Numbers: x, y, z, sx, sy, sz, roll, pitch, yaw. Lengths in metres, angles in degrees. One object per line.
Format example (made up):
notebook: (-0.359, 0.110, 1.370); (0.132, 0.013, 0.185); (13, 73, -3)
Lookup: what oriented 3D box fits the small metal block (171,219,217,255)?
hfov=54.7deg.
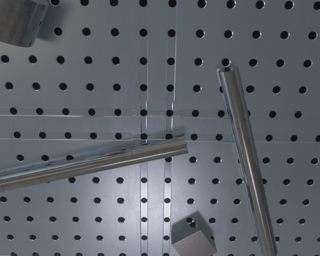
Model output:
small metal block: (0.052, 0.178, 0.479); (0.050, 0.025, 0.050); (-32, 107, 11)

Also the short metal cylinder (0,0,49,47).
short metal cylinder: (-0.169, -0.130, 0.335); (0.080, 0.080, 0.050); (27, 108, -10)

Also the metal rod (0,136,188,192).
metal rod: (-0.111, 0.054, 0.432); (0.301, 0.025, 0.025); (-12, 110, 4)

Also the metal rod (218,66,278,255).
metal rod: (0.128, 0.060, 0.436); (0.025, 0.025, 0.298); (-16, 110, 6)
